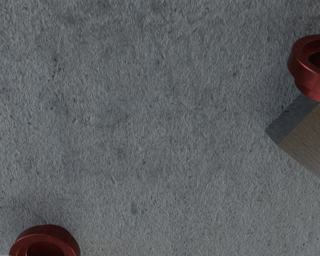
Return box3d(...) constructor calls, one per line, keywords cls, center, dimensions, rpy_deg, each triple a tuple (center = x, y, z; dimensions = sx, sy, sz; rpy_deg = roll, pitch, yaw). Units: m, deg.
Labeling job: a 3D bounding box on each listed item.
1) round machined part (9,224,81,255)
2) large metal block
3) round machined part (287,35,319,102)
box3d(cls="round machined part", center=(-0.169, 0.186, 0.467), dimensions=(0.099, 0.042, 0.097), rpy_deg=(0, 110, -1))
box3d(cls="large metal block", center=(0.200, 0.006, 0.402), dimensions=(0.080, 0.050, 0.080), rpy_deg=(36, 106, -13))
box3d(cls="round machined part", center=(0.196, -0.064, 0.356), dimensions=(0.099, 0.098, 0.042), rpy_deg=(2, 136, -1))
